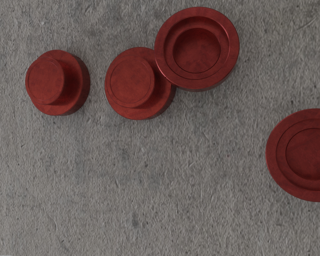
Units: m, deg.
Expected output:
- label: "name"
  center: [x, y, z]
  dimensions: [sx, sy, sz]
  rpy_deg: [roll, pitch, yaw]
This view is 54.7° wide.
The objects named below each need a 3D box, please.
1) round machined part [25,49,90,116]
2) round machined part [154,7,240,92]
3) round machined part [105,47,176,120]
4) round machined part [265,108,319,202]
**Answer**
- label: "round machined part"
  center: [-0.156, -0.067, 0.455]
  dimensions: [0.098, 0.042, 0.097]
  rpy_deg: [0, 90, 20]
- label: "round machined part"
  center: [0.045, -0.092, 0.378]
  dimensions: [0.098, 0.042, 0.097]
  rpy_deg: [-1, 86, 9]
- label: "round machined part"
  center: [-0.031, -0.059, 0.411]
  dimensions: [0.098, 0.042, 0.097]
  rpy_deg: [0, 90, 20]
- label: "round machined part"
  center: [0.168, 0.028, 0.340]
  dimensions: [0.098, 0.042, 0.097]
  rpy_deg: [0, 90, 20]
